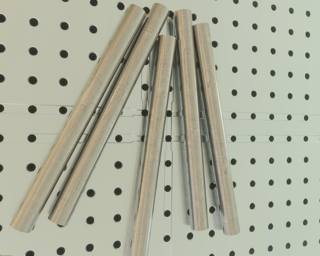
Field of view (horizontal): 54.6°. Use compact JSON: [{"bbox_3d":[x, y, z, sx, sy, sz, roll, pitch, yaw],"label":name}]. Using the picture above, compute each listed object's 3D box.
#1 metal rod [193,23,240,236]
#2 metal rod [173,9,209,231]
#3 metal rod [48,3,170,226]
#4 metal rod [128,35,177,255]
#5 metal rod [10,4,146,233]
[{"bbox_3d":[0.080,0.004,0.441,0.025,0.025,0.298,-11,94,-20],"label":"metal rod"},{"bbox_3d":[0.043,-0.009,0.428,0.025,0.025,0.298,-5,92,-20],"label":"metal rod"},{"bbox_3d":[-0.060,-0.024,0.391,0.025,0.025,0.299,27,81,-18],"label":"metal rod"},{"bbox_3d":[-0.010,0.027,0.409,0.025,0.025,0.299,9,87,-20],"label":"metal rod"},{"bbox_3d":[-0.094,-0.019,0.377,0.025,0.025,0.299,29,80,-18],"label":"metal rod"}]
